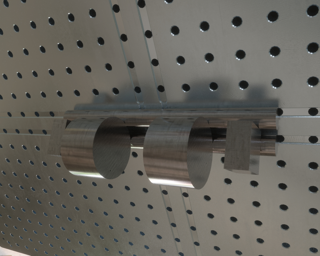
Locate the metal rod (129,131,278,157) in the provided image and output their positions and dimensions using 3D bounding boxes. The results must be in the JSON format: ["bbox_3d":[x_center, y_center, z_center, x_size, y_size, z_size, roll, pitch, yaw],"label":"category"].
[{"bbox_3d":[0.000,0.018,0.423,0.300,0.025,0.025,1,119,27],"label":"metal rod"}]

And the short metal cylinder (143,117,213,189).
[{"bbox_3d":[0.023,0.027,0.352,0.050,0.080,0.080,1,119,28],"label":"short metal cylinder"}]

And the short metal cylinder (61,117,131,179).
[{"bbox_3d":[-0.081,0.025,0.406,0.050,0.080,0.080,1,119,28],"label":"short metal cylinder"}]

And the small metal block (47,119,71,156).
[{"bbox_3d":[-0.130,0.018,0.446,0.025,0.050,0.050,1,77,28],"label":"small metal block"}]

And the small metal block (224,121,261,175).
[{"bbox_3d":[0.090,0.022,0.332,0.025,0.050,0.050,1,78,28],"label":"small metal block"}]

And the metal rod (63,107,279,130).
[{"bbox_3d":[-0.005,-0.013,0.406,0.300,0.025,0.025,1,119,27],"label":"metal rod"}]
